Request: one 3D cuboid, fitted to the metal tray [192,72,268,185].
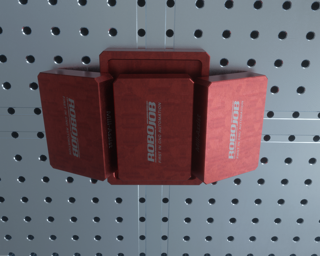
[{"bbox_3d":[0.086,-0.001,0.391,0.091,0.030,0.129,-11,113,-26],"label":"metal tray"}]

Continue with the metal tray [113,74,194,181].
[{"bbox_3d":[-0.007,0.001,0.378,0.091,0.030,0.129,0,110,-1],"label":"metal tray"}]

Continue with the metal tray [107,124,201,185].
[{"bbox_3d":[-0.006,0.032,0.423,0.131,0.030,0.089,0,111,-1],"label":"metal tray"}]

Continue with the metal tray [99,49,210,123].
[{"bbox_3d":[-0.006,-0.053,0.391,0.131,0.030,0.089,0,111,-1],"label":"metal tray"}]

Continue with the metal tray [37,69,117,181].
[{"bbox_3d":[-0.101,-0.005,0.388,0.090,0.030,0.129,9,113,24],"label":"metal tray"}]
